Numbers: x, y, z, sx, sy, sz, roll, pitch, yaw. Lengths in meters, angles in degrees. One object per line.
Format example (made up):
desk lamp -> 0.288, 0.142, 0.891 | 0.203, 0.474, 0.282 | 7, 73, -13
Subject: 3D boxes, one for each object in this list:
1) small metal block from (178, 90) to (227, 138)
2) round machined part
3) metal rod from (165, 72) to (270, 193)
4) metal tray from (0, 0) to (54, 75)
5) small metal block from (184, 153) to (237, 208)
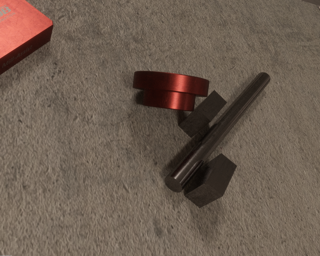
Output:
small metal block -> 0.060, -0.019, 0.433 | 0.025, 0.050, 0.050 | 45, 51, 1
round machined part -> 0.013, -0.046, 0.406 | 0.099, 0.098, 0.042 | 5, 95, -26
metal rod -> 0.102, -0.011, 0.467 | 0.025, 0.025, 0.302 | 45, 51, 3
metal tray -> -0.203, -0.111, 0.360 | 0.090, 0.030, 0.130 | 37, 51, -4
small metal block -> 0.063, 0.066, 0.383 | 0.025, 0.050, 0.050 | 40, 51, -2
